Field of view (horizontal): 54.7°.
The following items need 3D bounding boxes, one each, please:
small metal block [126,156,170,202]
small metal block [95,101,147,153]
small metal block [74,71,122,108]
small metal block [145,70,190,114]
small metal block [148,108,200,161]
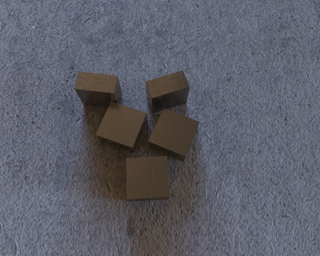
[{"bbox_3d":[-0.015,0.063,0.385,0.050,0.025,0.050,-3,70,-1],"label":"small metal block"},{"bbox_3d":[-0.049,-0.001,0.408,0.050,0.025,0.050,19,71,6],"label":"small metal block"},{"bbox_3d":[-0.080,-0.049,0.412,0.050,0.050,0.025,7,70,2],"label":"small metal block"},{"bbox_3d":[0.010,-0.047,0.412,0.050,0.050,0.025,-18,71,-7],"label":"small metal block"},{"bbox_3d":[0.018,0.008,0.405,0.050,0.025,0.050,22,71,7],"label":"small metal block"}]
